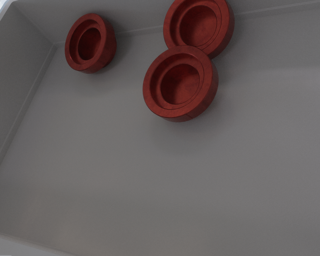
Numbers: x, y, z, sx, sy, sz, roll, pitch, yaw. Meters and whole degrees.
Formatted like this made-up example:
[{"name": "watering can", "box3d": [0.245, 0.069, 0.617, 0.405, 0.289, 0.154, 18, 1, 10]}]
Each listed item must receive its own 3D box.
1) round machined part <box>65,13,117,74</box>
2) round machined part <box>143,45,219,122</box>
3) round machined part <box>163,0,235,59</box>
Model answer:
[{"name": "round machined part", "box3d": [-0.112, -0.139, 0.526, 0.098, 0.042, 0.097, -5, 80, 33]}, {"name": "round machined part", "box3d": [0.030, -0.054, 0.403, 0.098, 0.042, 0.098, -9, 70, 28]}, {"name": "round machined part", "box3d": [0.057, -0.140, 0.434, 0.098, 0.042, 0.097, 0, 90, 31]}]
